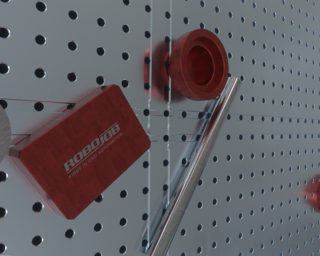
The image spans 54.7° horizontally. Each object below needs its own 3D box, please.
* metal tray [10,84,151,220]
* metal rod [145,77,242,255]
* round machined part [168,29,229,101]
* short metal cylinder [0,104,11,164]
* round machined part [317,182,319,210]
[{"bbox_3d":[-0.079,0.022,0.340,0.131,0.030,0.090,-43,116,-32],"label":"metal tray"},{"bbox_3d":[0.058,0.047,0.458,0.025,0.025,0.300,42,65,-32],"label":"metal rod"},{"bbox_3d":[0.051,-0.087,0.441,0.099,0.042,0.097,0,90,-40],"label":"round machined part"},{"bbox_3d":[-0.171,0.005,0.250,0.081,0.050,0.079,0,90,-40],"label":"short metal cylinder"},{"bbox_3d":[0.429,0.166,0.759,0.099,0.042,0.097,0,90,-40],"label":"round machined part"}]
